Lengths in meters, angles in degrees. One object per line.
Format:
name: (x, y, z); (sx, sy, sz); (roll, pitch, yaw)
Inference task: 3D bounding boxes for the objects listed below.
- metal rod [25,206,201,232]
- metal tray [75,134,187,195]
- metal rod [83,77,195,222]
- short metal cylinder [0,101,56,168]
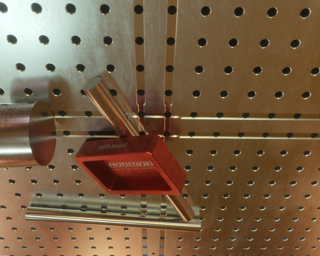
metal rod: (-0.078, 0.162, 0.548); (0.302, 0.025, 0.025); (6, 130, -6)
metal tray: (-0.041, 0.054, 0.424); (0.130, 0.030, 0.090); (-7, 133, 32)
metal rod: (-0.016, 0.050, 0.454); (0.025, 0.025, 0.299); (-20, 128, 16)
short metal cylinder: (-0.167, 0.008, 0.380); (0.050, 0.080, 0.079); (-3, 130, 2)
